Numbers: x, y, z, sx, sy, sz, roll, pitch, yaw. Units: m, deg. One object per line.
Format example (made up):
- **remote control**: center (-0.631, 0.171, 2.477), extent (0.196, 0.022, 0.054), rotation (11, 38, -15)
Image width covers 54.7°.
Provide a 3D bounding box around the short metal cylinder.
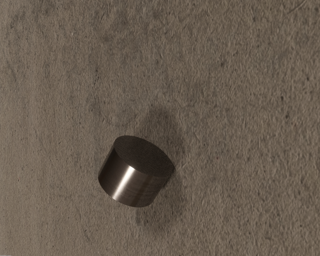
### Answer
- **short metal cylinder**: center (-0.031, 0.053, 0.393), extent (0.080, 0.081, 0.050), rotation (44, 116, 31)
